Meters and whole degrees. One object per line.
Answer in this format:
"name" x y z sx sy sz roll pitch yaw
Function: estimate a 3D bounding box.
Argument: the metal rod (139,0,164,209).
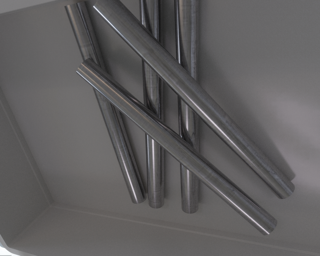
"metal rod" -0.008 -0.011 0.406 0.025 0.025 0.298 13 124 21

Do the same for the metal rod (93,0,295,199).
"metal rod" 0.047 -0.025 0.340 0.300 0.025 0.025 44 130 -14

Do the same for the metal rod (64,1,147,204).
"metal rod" -0.068 -0.018 0.433 0.025 0.025 0.298 0 119 28

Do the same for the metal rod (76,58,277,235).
"metal rod" 0.021 0.023 0.378 0.300 0.025 0.025 41 129 -1

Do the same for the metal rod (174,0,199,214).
"metal rod" 0.035 -0.011 0.383 0.025 0.025 0.298 10 123 23
